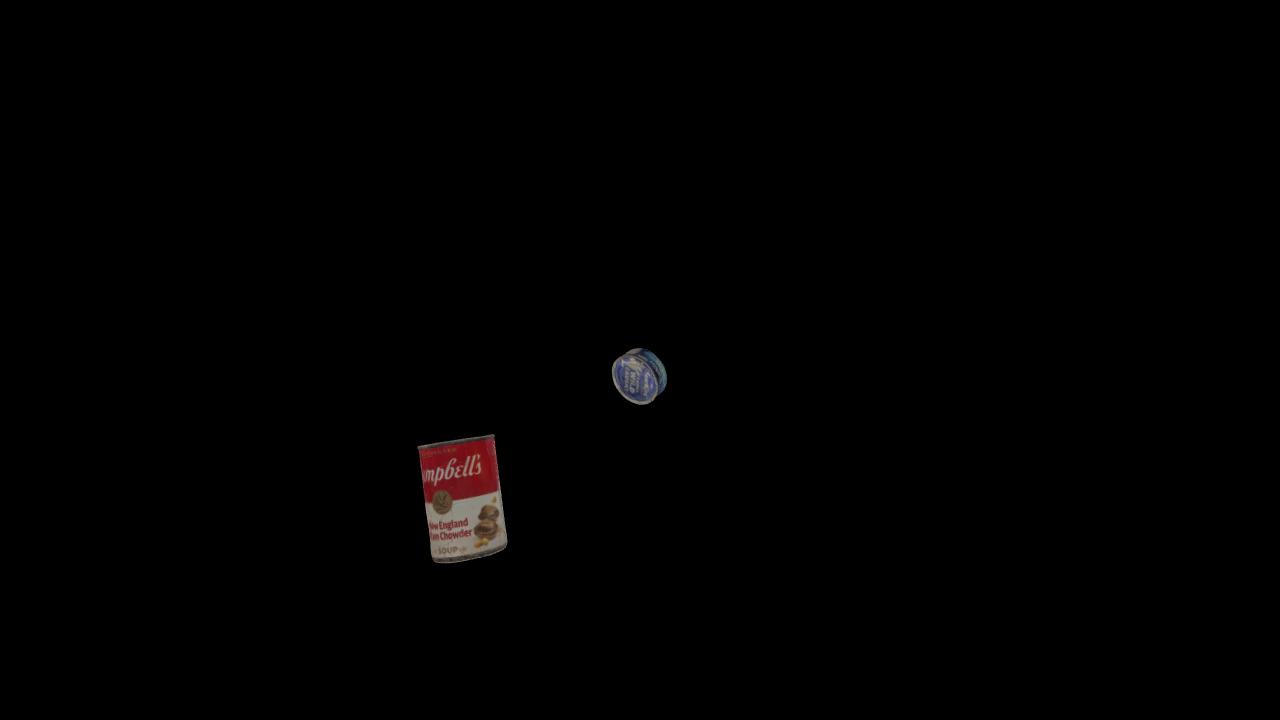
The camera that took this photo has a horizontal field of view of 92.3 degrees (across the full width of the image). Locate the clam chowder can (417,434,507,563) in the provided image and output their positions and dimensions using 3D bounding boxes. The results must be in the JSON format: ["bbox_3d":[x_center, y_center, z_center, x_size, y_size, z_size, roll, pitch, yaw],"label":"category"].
[{"bbox_3d":[-0.158,0.122,0.551,0.068,0.102,0.068,-9,-4,-1],"label":"clam chowder can"}]

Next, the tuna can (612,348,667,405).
[{"bbox_3d":[0.000,0.025,0.946,0.084,0.084,0.034,0,24,37],"label":"tuna can"}]
